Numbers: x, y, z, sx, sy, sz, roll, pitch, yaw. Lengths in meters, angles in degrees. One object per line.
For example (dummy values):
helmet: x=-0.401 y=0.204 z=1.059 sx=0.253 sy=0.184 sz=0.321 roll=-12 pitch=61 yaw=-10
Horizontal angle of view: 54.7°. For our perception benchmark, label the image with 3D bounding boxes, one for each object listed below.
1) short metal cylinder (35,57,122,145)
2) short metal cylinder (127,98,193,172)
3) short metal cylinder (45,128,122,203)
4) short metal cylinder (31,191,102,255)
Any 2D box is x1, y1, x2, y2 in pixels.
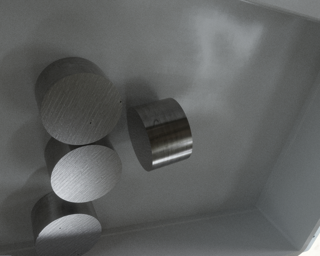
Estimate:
short metal cylinder: x=-0.087 y=-0.029 z=0.328 sx=0.081 sy=0.050 sz=0.079 roll=-14 pitch=125 yaw=-21
short metal cylinder: x=-0.002 y=0.007 z=0.378 sx=0.050 sy=0.080 sz=0.079 roll=-16 pitch=125 yaw=-20
short metal cylinder: x=-0.092 y=0.041 z=0.369 sx=0.081 sy=0.050 sz=0.079 roll=-14 pitch=125 yaw=-21
short metal cylinder: x=-0.123 y=0.126 z=0.404 sx=0.081 sy=0.050 sz=0.079 roll=-14 pitch=125 yaw=-21
